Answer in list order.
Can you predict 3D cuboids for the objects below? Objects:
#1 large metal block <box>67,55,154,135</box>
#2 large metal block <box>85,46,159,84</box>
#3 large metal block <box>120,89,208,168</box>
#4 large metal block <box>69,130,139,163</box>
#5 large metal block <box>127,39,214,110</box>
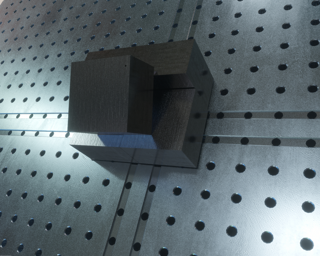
[{"bbox_3d":[-0.056,-0.034,0.355,0.080,0.050,0.080,0,86,28],"label":"large metal block"},{"bbox_3d":[-0.055,-0.066,0.439,0.080,0.080,0.050,1,62,28],"label":"large metal block"},{"bbox_3d":[0.007,0.000,0.384,0.080,0.050,0.080,1,62,28],"label":"large metal block"},{"bbox_3d":[-0.064,-0.001,0.422,0.080,0.050,0.080,1,62,28],"label":"large metal block"},{"bbox_3d":[0.016,-0.064,0.402,0.080,0.080,0.050,1,62,28],"label":"large metal block"}]
